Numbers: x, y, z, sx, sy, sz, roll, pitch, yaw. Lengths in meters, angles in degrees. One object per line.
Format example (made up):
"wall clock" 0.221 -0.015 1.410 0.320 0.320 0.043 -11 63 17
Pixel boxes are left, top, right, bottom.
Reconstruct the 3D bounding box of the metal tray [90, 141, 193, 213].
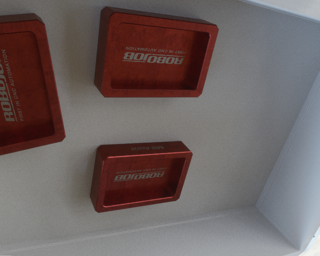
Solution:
"metal tray" -0.026 0.066 0.433 0.131 0.030 0.089 -1 119 -28

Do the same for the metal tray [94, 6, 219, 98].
"metal tray" -0.004 -0.082 0.354 0.131 0.030 0.089 -3 120 -27

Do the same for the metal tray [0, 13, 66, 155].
"metal tray" -0.149 -0.038 0.300 0.091 0.030 0.129 -14 124 -21
